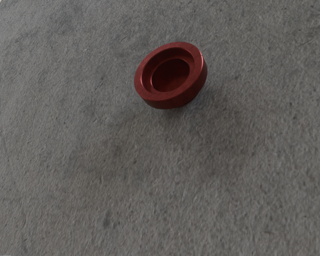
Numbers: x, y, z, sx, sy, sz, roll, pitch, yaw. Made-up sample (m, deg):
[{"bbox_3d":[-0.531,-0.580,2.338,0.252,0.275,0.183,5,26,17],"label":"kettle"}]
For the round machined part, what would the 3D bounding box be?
[{"bbox_3d":[0.018,-0.067,0.423,0.098,0.042,0.098,-13,56,20],"label":"round machined part"}]
